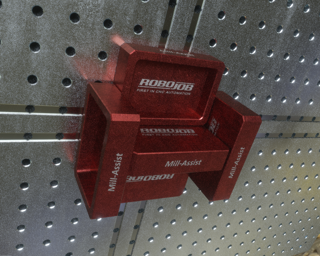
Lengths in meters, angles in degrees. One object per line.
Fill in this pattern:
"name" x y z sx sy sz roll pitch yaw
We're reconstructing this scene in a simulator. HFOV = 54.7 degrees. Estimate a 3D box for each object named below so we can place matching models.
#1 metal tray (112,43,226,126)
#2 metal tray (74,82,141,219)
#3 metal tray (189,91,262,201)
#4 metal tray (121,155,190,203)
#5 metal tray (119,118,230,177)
"metal tray" 0.010 -0.049 0.384 0.131 0.030 0.089 0 118 -29
"metal tray" -0.065 0.024 0.349 0.030 0.090 0.129 1 118 -29
"metal tray" 0.078 0.023 0.427 0.030 0.090 0.129 1 118 -29
"metal tray" -0.019 0.057 0.433 0.131 0.030 0.089 0 118 -29
"metal tray" 0.008 0.018 0.384 0.131 0.090 0.030 1 118 -29
